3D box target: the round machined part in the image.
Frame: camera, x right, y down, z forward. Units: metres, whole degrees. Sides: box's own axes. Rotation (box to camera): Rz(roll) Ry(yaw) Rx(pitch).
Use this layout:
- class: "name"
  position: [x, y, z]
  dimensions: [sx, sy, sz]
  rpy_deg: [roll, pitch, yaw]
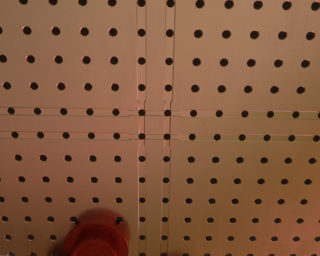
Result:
- class: "round machined part"
  position: [-0.097, 0.185, 0.471]
  dimensions: [0.099, 0.042, 0.097]
  rpy_deg: [0, 110, -1]
